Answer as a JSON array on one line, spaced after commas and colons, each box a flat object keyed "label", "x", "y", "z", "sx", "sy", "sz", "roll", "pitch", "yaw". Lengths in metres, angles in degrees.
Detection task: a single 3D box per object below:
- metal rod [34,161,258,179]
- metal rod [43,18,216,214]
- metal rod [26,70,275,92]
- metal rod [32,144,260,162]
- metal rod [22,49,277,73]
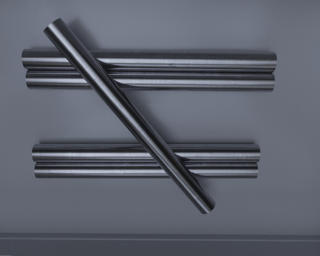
[{"label": "metal rod", "x": -0.018, "y": 0.058, "z": 0.430, "sx": 0.302, "sy": 0.025, "sz": 0.025, "roll": 0, "pitch": 110, "yaw": -1}, {"label": "metal rod", "x": -0.026, "y": -0.003, "z": 0.382, "sx": 0.025, "sy": 0.025, "sz": 0.300, "roll": -36, "pitch": 106, "yaw": 12}, {"label": "metal rod", "x": -0.011, "y": -0.059, "z": 0.387, "sx": 0.302, "sy": 0.025, "sz": 0.025, "roll": 1, "pitch": 110, "yaw": -1}, {"label": "metal rod", "x": -0.018, "y": 0.034, "z": 0.422, "sx": 0.302, "sy": 0.025, "sz": 0.025, "roll": 0, "pitch": 110, "yaw": -1}, {"label": "metal rod", "x": -0.012, "y": -0.082, "z": 0.379, "sx": 0.302, "sy": 0.025, "sz": 0.025, "roll": 1, "pitch": 110, "yaw": -1}]
